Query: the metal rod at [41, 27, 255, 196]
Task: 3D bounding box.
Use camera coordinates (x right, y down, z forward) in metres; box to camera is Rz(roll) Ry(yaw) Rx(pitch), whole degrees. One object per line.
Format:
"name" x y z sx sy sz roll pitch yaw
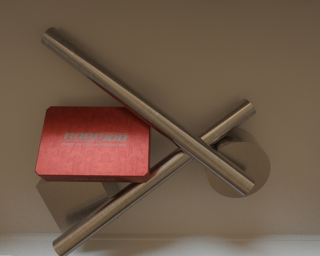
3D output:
"metal rod" -0.014 -0.019 0.371 0.301 0.025 0.025 37 106 0

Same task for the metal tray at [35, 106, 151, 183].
"metal tray" -0.078 0.020 0.384 0.131 0.030 0.090 1 66 0

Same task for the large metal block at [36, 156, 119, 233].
"large metal block" -0.106 0.088 0.424 0.080 0.050 0.080 -18 109 6

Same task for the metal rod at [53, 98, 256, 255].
"metal rod" -0.005 0.061 0.393 0.301 0.025 0.025 -37 107 -3

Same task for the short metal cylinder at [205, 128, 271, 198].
"short metal cylinder" 0.099 0.045 0.414 0.081 0.050 0.079 0 110 -1
